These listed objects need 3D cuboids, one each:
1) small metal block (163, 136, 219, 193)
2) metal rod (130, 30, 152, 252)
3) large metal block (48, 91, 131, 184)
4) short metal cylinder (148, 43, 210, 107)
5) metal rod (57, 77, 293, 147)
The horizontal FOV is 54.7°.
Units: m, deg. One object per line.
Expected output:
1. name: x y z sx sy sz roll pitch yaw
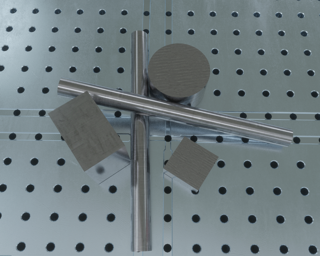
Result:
1. small metal block: 0.039 0.047 0.396 0.050 0.025 0.050 32 73 10
2. metal rod: -0.026 0.003 0.410 0.025 0.025 0.299 -1 70 -1
3. large metal block: -0.081 0.015 0.375 0.050 0.080 0.080 -33 74 -11
4. short metal cylinder: 0.025 -0.067 0.423 0.081 0.050 0.080 0 70 0
5. metal rod: 0.023 -0.019 0.399 0.302 0.025 0.025 12 70 -4
